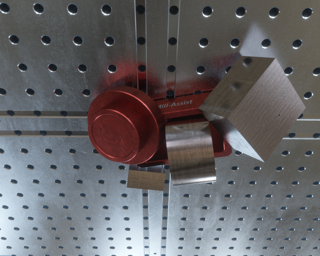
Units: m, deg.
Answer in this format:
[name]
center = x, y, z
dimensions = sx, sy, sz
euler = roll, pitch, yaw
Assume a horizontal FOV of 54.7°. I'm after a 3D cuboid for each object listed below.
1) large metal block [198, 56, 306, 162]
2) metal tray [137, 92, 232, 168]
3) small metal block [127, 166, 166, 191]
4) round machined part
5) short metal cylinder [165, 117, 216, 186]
[large metal block]
center = 0.104, -0.022, 0.347
dimensions = 0.080, 0.050, 0.080
euler = -51, 121, -8
[metal tray]
center = 0.025, 0.004, 0.409
dimensions = 0.131, 0.030, 0.090
euler = -9, 130, 7
[small metal block]
center = -0.020, 0.069, 0.446
dimensions = 0.050, 0.050, 0.025
euler = 6, 96, -5
[round machined part]
center = -0.047, 0.002, 0.372
dimensions = 0.098, 0.042, 0.097
euler = 10, 117, 20
[short metal cylinder]
center = 0.037, 0.029, 0.379
dimensions = 0.050, 0.080, 0.080
euler = -7, 130, 5
